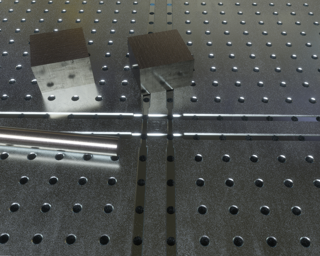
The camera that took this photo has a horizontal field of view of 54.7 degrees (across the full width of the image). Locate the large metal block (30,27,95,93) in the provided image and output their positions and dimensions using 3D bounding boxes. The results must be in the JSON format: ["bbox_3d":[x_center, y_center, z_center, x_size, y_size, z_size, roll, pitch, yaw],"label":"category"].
[{"bbox_3d":[-0.151,-0.107,0.480,0.081,0.050,0.080,-13,51,-11],"label":"large metal block"}]

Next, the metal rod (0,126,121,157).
[{"bbox_3d":[-0.201,0.010,0.397,0.302,0.025,0.025,5,50,4],"label":"metal rod"}]

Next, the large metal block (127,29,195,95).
[{"bbox_3d":[-0.001,-0.103,0.478,0.081,0.050,0.080,-13,51,-11],"label":"large metal block"}]
